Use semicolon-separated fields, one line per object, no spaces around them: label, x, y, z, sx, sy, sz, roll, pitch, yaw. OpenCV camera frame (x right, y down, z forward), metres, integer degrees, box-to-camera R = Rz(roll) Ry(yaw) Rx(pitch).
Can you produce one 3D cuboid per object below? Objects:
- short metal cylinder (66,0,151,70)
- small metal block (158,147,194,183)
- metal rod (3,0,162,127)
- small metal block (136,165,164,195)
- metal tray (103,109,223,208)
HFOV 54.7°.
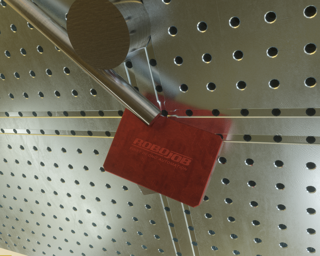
short metal cylinder;-0.058;-0.113;0.354;0.080;0.050;0.079;13;124;20
small metal block;0.028;0.052;0.411;0.050;0.025;0.050;24;166;13
metal rod;-0.119;-0.108;0.388;0.300;0.025;0.025;41;129;6
small metal block;-0.011;0.069;0.458;0.050;0.025;0.050;-17;110;34
metal tray;0.004;0.034;0.392;0.130;0.030;0.090;19;86;16
